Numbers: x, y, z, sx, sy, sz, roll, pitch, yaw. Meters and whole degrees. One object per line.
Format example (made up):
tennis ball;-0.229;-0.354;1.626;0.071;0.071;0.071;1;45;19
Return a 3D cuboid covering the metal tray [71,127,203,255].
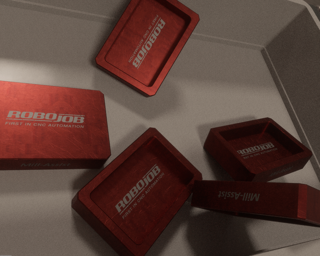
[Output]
metal tray;-0.020;0.069;0.350;0.090;0.030;0.131;45;51;2

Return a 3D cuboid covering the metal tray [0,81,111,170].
metal tray;-0.125;-0.002;0.337;0.131;0.030;0.090;3;60;-27

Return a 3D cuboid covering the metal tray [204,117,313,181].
metal tray;0.139;0.030;0.440;0.131;0.030;0.090;-10;44;-33

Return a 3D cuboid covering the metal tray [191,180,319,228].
metal tray;0.110;0.081;0.334;0.090;0.130;0.030;23;69;-38

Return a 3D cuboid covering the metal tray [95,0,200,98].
metal tray;-0.017;-0.118;0.421;0.090;0.030;0.130;31;86;-10
